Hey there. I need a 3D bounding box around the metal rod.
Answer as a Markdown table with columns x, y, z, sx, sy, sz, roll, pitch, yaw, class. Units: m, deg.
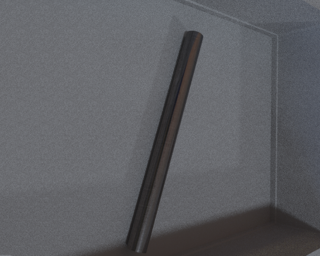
| x | y | z | sx | sy | sz | roll | pitch | yaw | class |
| --- | --- | --- | --- | --- | --- | --- | --- | --- | --- |
| 0.011 | 0.008 | 0.411 | 0.025 | 0.025 | 0.299 | 25 | 74 | -37 | metal rod |
